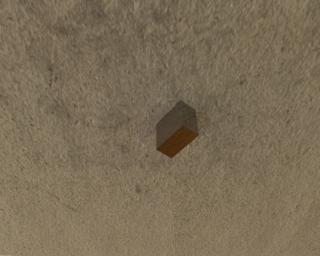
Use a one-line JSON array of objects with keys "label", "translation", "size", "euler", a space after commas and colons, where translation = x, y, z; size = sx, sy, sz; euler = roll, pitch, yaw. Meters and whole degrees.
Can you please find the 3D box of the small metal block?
[{"label": "small metal block", "translation": [0.021, 0.001, 0.392], "size": [0.025, 0.050, 0.050], "euler": [31, 123, -24]}]
